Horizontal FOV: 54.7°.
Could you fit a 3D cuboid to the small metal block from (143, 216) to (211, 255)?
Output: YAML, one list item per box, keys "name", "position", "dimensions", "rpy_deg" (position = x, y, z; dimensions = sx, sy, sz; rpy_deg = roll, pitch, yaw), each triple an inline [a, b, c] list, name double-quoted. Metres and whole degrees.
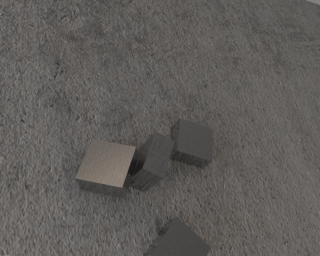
- name: "small metal block"
  position: [0.018, 0.133, 0.332]
  dimensions: [0.050, 0.025, 0.050]
  rpy_deg: [43, 51, 1]

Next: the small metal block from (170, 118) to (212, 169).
- name: "small metal block"
  position: [0.042, 0.021, 0.413]
  dimensions: [0.050, 0.025, 0.050]
  rpy_deg: [18, 55, -18]

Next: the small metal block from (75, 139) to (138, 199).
- name: "small metal block"
  position: [-0.056, 0.043, 0.334]
  dimensions: [0.050, 0.025, 0.050]
  rpy_deg: [9, 53, 10]

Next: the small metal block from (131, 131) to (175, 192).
- name: "small metal block"
  position: [-0.012, 0.040, 0.356]
  dimensions: [0.025, 0.050, 0.050]
  rpy_deg: [29, 52, -13]
